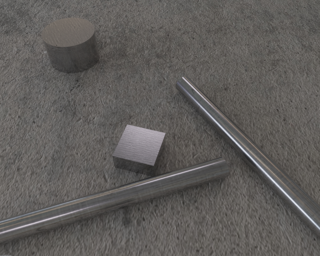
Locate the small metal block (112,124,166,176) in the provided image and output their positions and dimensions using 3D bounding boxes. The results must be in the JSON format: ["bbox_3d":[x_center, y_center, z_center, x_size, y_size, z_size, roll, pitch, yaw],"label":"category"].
[{"bbox_3d":[-0.024,0.027,0.380,0.050,0.025,0.050,13,51,10],"label":"small metal block"}]

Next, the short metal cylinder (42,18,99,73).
[{"bbox_3d":[-0.142,-0.133,0.498,0.081,0.050,0.080,0,50,0],"label":"short metal cylinder"}]

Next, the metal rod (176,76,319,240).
[{"bbox_3d":[0.112,0.032,0.377,0.025,0.025,0.300,-25,55,-20],"label":"metal rod"}]

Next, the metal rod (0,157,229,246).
[{"bbox_3d":[-0.068,0.082,0.333,0.302,0.025,0.025,-14,52,-12],"label":"metal rod"}]
